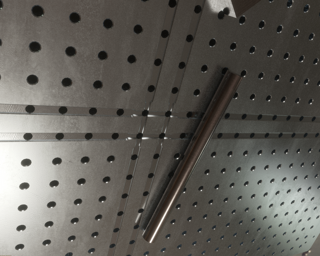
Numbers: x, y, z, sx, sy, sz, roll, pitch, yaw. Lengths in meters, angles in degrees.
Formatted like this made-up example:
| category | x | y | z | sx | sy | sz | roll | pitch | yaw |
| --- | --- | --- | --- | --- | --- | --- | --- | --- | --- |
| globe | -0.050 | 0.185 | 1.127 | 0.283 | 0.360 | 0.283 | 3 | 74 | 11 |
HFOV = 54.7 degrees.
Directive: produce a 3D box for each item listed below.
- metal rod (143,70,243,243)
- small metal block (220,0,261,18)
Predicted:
| category | x | y | z | sx | sy | sz | roll | pitch | yaw |
| --- | --- | --- | --- | --- | --- | --- | --- | --- | --- |
| metal rod | 0.043 | 0.054 | 0.469 | 0.025 | 0.025 | 0.298 | 12 | 112 | -34 |
| small metal block | 0.095 | -0.167 | 0.362 | 0.050 | 0.025 | 0.050 | -37 | 130 | -4 |
